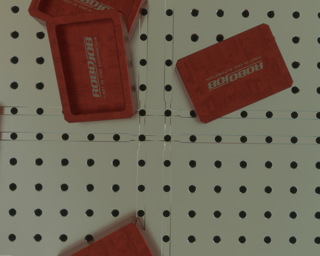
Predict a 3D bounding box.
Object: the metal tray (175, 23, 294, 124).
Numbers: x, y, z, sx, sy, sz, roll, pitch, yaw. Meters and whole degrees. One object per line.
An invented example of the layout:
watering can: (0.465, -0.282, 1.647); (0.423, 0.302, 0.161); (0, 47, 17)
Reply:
metal tray: (0.096, -0.070, 0.412); (0.131, 0.030, 0.090); (-23, 90, -1)

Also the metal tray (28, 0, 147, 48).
metal tray: (-0.093, -0.163, 0.409); (0.131, 0.030, 0.090); (22, 90, -1)

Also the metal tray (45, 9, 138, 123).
metal tray: (-0.082, -0.075, 0.388); (0.090, 0.030, 0.129); (-5, 105, 7)

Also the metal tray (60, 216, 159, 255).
metal tray: (-0.069, 0.189, 0.410); (0.130, 0.030, 0.090); (-29, 90, -1)
